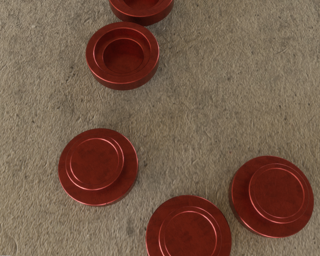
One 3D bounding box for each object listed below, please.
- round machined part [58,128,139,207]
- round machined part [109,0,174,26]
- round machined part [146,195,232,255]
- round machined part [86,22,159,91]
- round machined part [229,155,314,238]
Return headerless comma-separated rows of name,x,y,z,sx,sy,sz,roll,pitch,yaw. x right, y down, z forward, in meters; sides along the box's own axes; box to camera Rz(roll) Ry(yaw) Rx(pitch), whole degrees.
round machined part,-0.077,0.046,0.382,0.099,0.042,0.098,0,70,0
round machined part,-0.028,-0.195,0.470,0.099,0.042,0.098,0,70,0
round machined part,0.033,0.126,0.353,0.099,0.042,0.098,0,70,0
round machined part,-0.050,-0.096,0.434,0.099,0.042,0.098,0,70,0
round machined part,0.135,0.080,0.371,0.099,0.042,0.098,0,70,0
